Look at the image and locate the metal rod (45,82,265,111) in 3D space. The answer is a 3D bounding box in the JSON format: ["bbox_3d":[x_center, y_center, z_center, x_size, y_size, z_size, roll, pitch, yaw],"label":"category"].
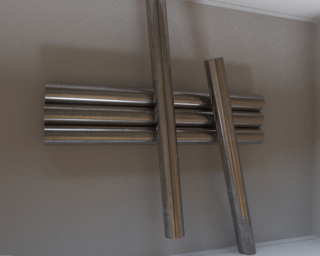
[{"bbox_3d":[0.008,-0.040,0.413,0.303,0.025,0.025,1,90,-21],"label":"metal rod"}]

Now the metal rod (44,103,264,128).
[{"bbox_3d":[0.007,-0.015,0.413,0.303,0.025,0.025,1,90,-21],"label":"metal rod"}]

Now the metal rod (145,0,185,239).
[{"bbox_3d":[0.007,-0.013,0.386,0.025,0.025,0.298,-5,92,-20],"label":"metal rod"}]

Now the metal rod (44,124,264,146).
[{"bbox_3d":[0.007,0.010,0.413,0.303,0.025,0.025,1,90,-21],"label":"metal rod"}]

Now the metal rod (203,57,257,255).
[{"bbox_3d":[0.100,0.054,0.426,0.025,0.025,0.298,-17,103,-20],"label":"metal rod"}]
